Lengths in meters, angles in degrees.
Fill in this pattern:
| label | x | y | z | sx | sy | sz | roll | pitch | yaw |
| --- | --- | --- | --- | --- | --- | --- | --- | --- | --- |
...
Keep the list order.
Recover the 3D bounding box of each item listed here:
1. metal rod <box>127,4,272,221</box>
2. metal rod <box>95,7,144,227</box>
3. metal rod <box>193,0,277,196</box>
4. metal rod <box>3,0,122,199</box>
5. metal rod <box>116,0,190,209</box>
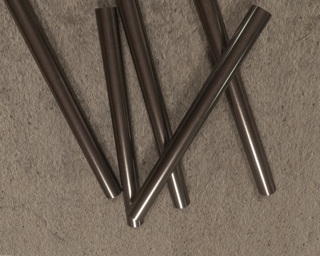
| label | x | y | z | sx | sy | sz | roll | pitch | yaw |
| --- | --- | --- | --- | --- | --- | --- | --- | --- | --- |
| metal rod | 0.039 | -0.005 | 0.380 | 0.025 | 0.025 | 0.298 | 27 | 108 | -10 |
| metal rod | -0.050 | 0.000 | 0.409 | 0.025 | 0.025 | 0.298 | -5 | 110 | 1 |
| metal rod | 0.098 | -0.040 | 0.396 | 0.025 | 0.025 | 0.299 | -21 | 109 | 7 |
| metal rod | -0.119 | -0.037 | 0.394 | 0.025 | 0.025 | 0.299 | -20 | 109 | 7 |
| metal rod | -0.005 | -0.026 | 0.400 | 0.025 | 0.025 | 0.298 | -14 | 110 | 4 |
